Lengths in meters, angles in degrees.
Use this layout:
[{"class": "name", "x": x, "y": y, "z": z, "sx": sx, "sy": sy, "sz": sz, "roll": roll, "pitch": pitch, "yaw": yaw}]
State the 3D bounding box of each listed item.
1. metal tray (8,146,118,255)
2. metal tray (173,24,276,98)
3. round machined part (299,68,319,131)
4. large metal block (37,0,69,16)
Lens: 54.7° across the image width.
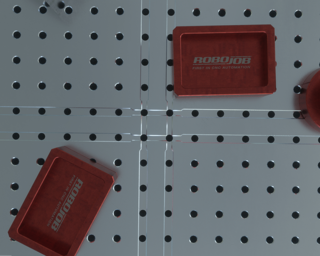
[{"class": "metal tray", "x": -0.126, "y": 0.100, "z": 0.409, "sx": 0.090, "sy": 0.030, "sz": 0.130, "roll": 28, "pitch": 90, "yaw": 0}, {"class": "metal tray", "x": 0.083, "y": -0.087, "z": 0.411, "sx": 0.131, "sy": 0.030, "sz": 0.089, "roll": -1, "pitch": 90, "yaw": 0}, {"class": "round machined part", "x": 0.241, "y": -0.039, "z": 0.407, "sx": 0.099, "sy": 0.042, "sz": 0.097, "roll": 0, "pitch": 90, "yaw": 0}, {"class": "large metal block", "x": -0.149, "y": -0.209, "z": 0.399, "sx": 0.080, "sy": 0.050, "sz": 0.080, "roll": 35, "pitch": 90, "yaw": 0}]
